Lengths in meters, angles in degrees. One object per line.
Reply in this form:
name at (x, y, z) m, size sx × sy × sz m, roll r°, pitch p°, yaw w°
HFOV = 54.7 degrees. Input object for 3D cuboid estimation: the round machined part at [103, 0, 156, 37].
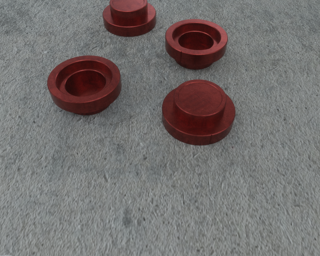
round machined part at (-0.056, -0.214, 0.572) m, size 0.099 × 0.042 × 0.098 m, roll 0°, pitch 50°, yaw 0°

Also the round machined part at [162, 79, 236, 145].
round machined part at (0.052, -0.028, 0.416) m, size 0.099 × 0.042 × 0.098 m, roll 0°, pitch 50°, yaw 0°

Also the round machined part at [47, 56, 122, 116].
round machined part at (-0.104, -0.056, 0.439) m, size 0.099 × 0.042 × 0.098 m, roll 0°, pitch 50°, yaw 0°

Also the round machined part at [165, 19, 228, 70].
round machined part at (0.058, -0.132, 0.503) m, size 0.099 × 0.042 × 0.098 m, roll 0°, pitch 50°, yaw 0°
